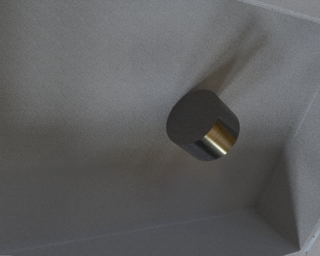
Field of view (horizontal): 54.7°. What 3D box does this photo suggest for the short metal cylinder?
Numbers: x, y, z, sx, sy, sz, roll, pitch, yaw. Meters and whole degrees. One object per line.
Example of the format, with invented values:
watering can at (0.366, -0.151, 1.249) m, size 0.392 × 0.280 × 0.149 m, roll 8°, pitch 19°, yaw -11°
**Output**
short metal cylinder at (0.055, -0.003, 0.403) m, size 0.080 × 0.080 × 0.050 m, roll -48°, pitch 129°, yaw 5°
